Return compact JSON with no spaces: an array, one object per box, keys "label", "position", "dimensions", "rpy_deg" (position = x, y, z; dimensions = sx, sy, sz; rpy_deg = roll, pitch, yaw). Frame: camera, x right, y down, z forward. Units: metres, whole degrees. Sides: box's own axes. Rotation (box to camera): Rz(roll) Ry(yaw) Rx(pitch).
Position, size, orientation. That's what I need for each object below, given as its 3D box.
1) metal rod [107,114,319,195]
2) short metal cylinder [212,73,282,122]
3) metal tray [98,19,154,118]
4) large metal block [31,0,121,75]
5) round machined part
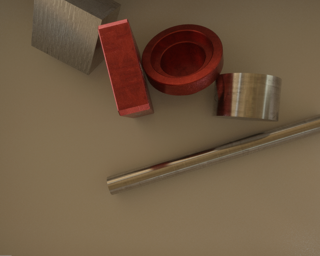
[{"label":"metal rod","position":[0.078,0.034,0.412],"dimensions":[0.302,0.025,0.025],"rpy_deg":[-16,90,-1]},{"label":"short metal cylinder","position":[0.107,-0.036,0.385],"dimensions":[0.081,0.080,0.050],"rpy_deg":[5,90,-1]},{"label":"metal tray","position":[-0.034,-0.059,0.358],"dimensions":[0.030,0.130,0.089],"rpy_deg":[-14,90,1]},{"label":"large metal block","position":[-0.103,-0.125,0.377],"dimensions":[0.080,0.050,0.079],"rpy_deg":[28,134,-1]},{"label":"round machined part","position":[0.030,-0.080,0.389],"dimensions":[0.098,0.042,0.098],"rpy_deg":[-6,59,11]}]
